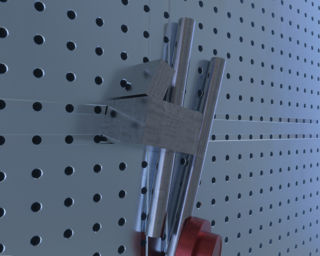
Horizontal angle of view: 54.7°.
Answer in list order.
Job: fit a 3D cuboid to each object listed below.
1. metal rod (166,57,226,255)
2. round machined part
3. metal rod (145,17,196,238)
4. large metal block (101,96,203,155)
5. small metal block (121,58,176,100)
[{"bbox_3d":[0.056,0.036,0.458,0.025,0.025,0.299,24,75,-38],"label":"metal rod"},{"bbox_3d":[0.056,0.175,0.423,0.098,0.042,0.097,8,91,-66],"label":"round machined part"},{"bbox_3d":[0.015,-0.006,0.424,0.025,0.025,0.298,15,80,-39],"label":"metal rod"},{"bbox_3d":[-0.010,-0.001,0.367,0.081,0.080,0.050,15,81,-39],"label":"large metal block"},{"bbox_3d":[-0.015,-0.054,0.382,0.025,0.050,0.050,37,67,-35],"label":"small metal block"}]
